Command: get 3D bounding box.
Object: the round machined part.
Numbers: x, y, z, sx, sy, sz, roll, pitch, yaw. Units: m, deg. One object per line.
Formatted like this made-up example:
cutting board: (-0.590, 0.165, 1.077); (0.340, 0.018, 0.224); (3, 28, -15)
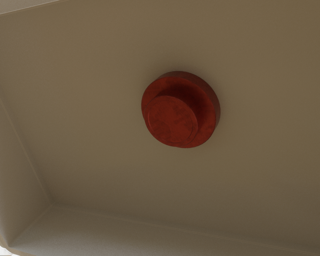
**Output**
round machined part: (0.020, -0.016, 0.378); (0.098, 0.042, 0.097); (13, 124, 21)
